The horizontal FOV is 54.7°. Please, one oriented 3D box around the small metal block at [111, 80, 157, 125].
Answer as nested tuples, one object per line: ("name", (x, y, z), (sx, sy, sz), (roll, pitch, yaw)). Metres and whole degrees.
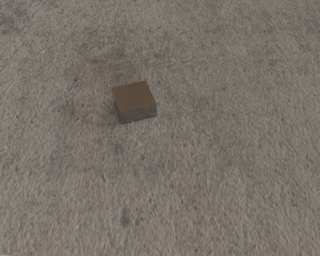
("small metal block", (-0.036, -0.036, 0.433), (0.050, 0.025, 0.050), (-14, 52, -12))
